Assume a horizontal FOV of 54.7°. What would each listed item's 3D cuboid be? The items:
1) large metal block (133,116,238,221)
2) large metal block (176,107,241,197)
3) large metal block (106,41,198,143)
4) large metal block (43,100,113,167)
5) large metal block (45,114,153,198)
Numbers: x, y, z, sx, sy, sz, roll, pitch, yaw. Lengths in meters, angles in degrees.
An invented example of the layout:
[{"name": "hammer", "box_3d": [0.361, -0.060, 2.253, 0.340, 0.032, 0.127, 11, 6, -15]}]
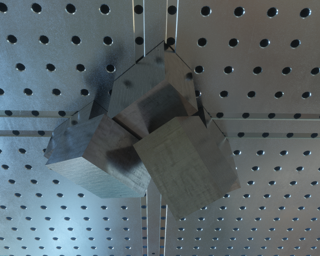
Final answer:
[{"name": "large metal block", "box_3d": [0.029, 0.035, 0.313, 0.050, 0.080, 0.080, -34, 80, 20]}, {"name": "large metal block", "box_3d": [0.058, 0.034, 0.403, 0.050, 0.080, 0.080, -27, 125, 21]}, {"name": "large metal block", "box_3d": [-0.009, -0.037, 0.342, 0.080, 0.080, 0.050, -34, 123, 25]}, {"name": "large metal block", "box_3d": [-0.090, 0.023, 0.413, 0.080, 0.050, 0.080, -32, 124, 24]}, {"name": "large metal block", "box_3d": [-0.063, 0.036, 0.338, 0.080, 0.050, 0.080, -15, 134, 46]}]
